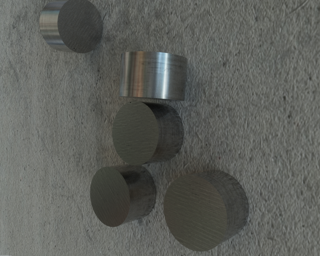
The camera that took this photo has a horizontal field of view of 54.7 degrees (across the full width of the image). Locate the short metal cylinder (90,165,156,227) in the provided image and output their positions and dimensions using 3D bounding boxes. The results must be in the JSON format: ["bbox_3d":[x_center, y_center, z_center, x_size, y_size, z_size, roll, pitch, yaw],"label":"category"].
[{"bbox_3d":[-0.052,0.091,0.432,0.080,0.050,0.080,0,90,40],"label":"short metal cylinder"}]

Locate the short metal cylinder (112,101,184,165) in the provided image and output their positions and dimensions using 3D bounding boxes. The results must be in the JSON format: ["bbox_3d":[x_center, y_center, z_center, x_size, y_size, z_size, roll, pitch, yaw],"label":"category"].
[{"bbox_3d":[-0.016,0.006,0.402,0.080,0.050,0.080,0,90,40],"label":"short metal cylinder"}]

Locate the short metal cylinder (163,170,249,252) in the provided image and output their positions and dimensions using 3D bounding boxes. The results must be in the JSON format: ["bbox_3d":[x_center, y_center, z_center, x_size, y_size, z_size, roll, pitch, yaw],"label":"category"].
[{"bbox_3d":[0.051,0.090,0.347,0.080,0.050,0.080,0,90,40],"label":"short metal cylinder"}]

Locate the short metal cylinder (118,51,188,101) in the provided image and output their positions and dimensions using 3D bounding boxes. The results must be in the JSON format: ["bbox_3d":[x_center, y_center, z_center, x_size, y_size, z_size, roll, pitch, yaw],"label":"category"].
[{"bbox_3d":[-0.008,-0.060,0.376,0.080,0.081,0.050,7,95,40],"label":"short metal cylinder"}]

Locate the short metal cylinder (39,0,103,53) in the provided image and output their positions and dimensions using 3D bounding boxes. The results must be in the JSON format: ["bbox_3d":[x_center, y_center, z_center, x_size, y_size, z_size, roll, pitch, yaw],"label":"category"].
[{"bbox_3d":[-0.137,-0.159,0.483,0.050,0.081,0.079,15,100,39],"label":"short metal cylinder"}]
